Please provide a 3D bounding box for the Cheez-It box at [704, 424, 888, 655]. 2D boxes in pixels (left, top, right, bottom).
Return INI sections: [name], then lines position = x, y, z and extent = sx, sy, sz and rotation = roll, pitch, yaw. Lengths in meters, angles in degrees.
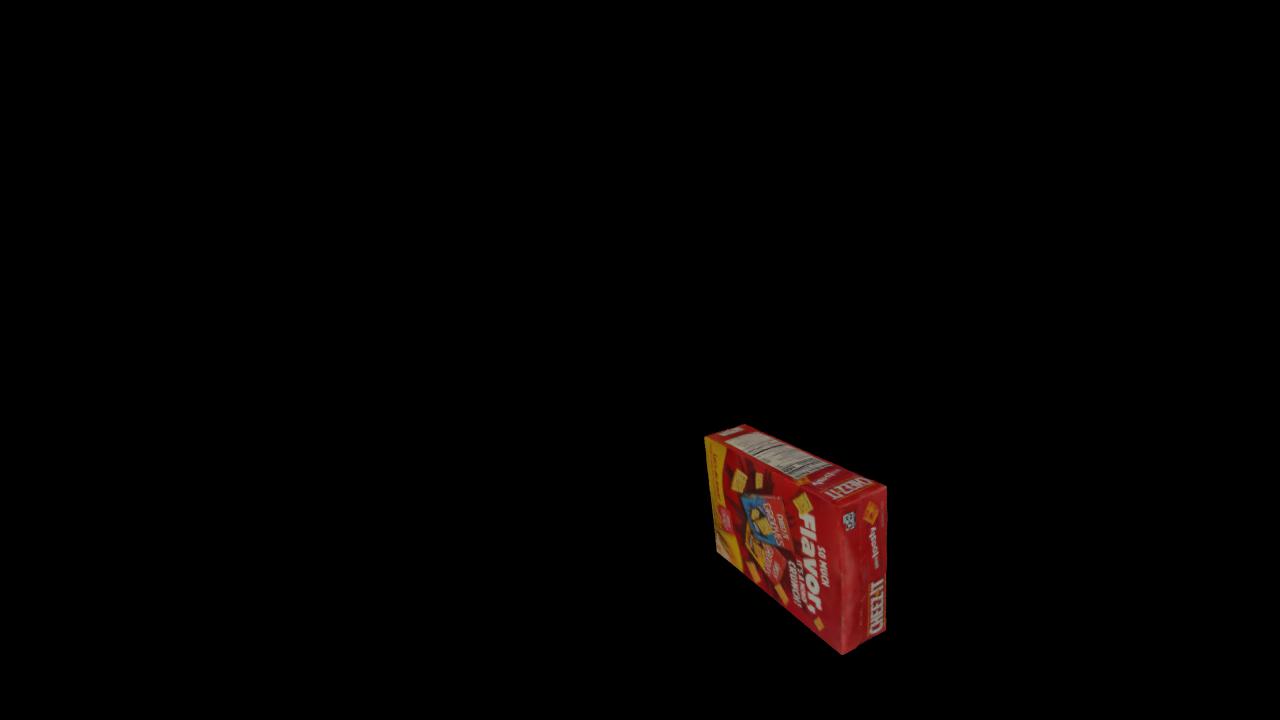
[Cheez-It box]
position = 0.164, 0.181, 0.679
extent = 0.071, 0.166, 0.223
rotation = -15, 17, -25
